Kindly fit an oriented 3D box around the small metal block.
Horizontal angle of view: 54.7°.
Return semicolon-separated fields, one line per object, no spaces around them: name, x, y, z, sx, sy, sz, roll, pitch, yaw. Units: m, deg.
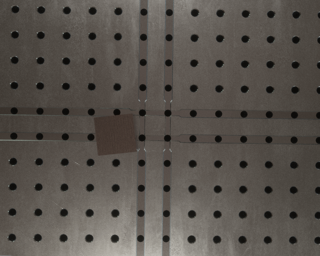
small metal block;-0.058;0.009;0.413;0.050;0.025;0.050;-6;90;-1
